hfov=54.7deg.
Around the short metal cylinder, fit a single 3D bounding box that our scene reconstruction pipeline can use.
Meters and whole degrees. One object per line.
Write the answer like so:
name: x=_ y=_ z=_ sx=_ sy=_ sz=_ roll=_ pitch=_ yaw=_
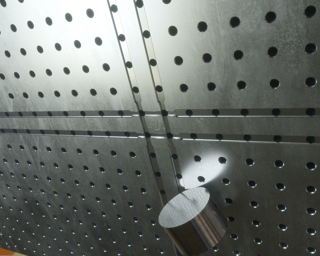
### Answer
short metal cylinder: x=0.045 y=0.128 z=0.430 sx=0.080 sy=0.080 sz=0.050 roll=-22 pitch=106 yaw=36
